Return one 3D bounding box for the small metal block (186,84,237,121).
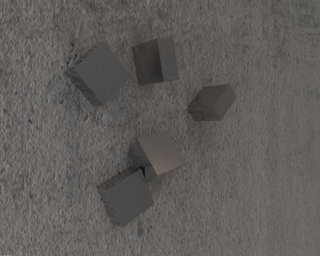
[{"bbox_3d":[0.075,-0.036,0.451,0.050,0.050,0.025,-52,121,-27],"label":"small metal block"}]

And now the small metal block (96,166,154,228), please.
[{"bbox_3d":[-0.041,0.081,0.371,0.050,0.025,0.050,-30,109,-36],"label":"small metal block"}]

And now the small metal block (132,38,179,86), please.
[{"bbox_3d":[-0.006,-0.081,0.383,0.025,0.050,0.050,-16,100,-39],"label":"small metal block"}]

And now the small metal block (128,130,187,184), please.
[{"bbox_3d":[-0.003,0.035,0.386,0.050,0.025,0.050,-16,69,-41],"label":"small metal block"}]

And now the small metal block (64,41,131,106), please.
[{"bbox_3d":[-0.069,-0.060,0.347,0.050,0.025,0.050,-52,121,-27],"label":"small metal block"}]
